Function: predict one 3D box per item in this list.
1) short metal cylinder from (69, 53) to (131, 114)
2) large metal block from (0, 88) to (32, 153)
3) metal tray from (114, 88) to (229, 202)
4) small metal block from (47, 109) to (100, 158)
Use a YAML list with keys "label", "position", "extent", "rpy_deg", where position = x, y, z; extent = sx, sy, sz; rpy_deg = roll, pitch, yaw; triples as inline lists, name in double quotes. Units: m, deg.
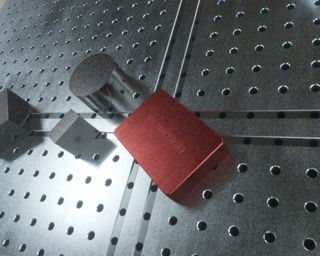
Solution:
- label: "short metal cylinder"
  position: [-0.093, -0.069, 0.484]
  extent: [0.080, 0.050, 0.080]
  rpy_deg: [-13, 56, 21]
- label: "large metal block"
  position: [-0.280, -0.010, 0.546]
  extent: [0.080, 0.050, 0.080]
  rpy_deg: [-31, 52, 8]
- label: "metal tray"
  position: [0.010, 0.016, 0.390]
  extent: [0.090, 0.030, 0.130]
  rpy_deg: [-44, 51, -3]
- label: "small metal block"
  position: [-0.125, 0.008, 0.453]
  extent: [0.025, 0.050, 0.050]
  rpy_deg: [35, 81, 38]
